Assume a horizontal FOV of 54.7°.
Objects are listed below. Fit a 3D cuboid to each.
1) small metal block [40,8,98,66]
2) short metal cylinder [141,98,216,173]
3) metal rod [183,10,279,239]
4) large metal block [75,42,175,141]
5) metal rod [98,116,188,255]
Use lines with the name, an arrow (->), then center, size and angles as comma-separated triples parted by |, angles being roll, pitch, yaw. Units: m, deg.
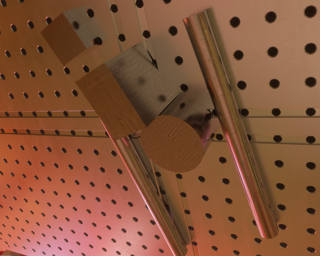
small metal block -> -0.117, -0.116, 0.399 | 0.050, 0.025, 0.050 | -23, 107, 36
short metal cylinder -> 0.023, 0.009, 0.387 | 0.080, 0.050, 0.079 | 13, 124, 20
metal rod -> 0.091, 0.012, 0.369 | 0.025, 0.025, 0.299 | -11, 113, 32
large metal block -> -0.037, -0.045, 0.366 | 0.050, 0.080, 0.080 | -23, 107, 36
metal rod -> -0.026, 0.081, 0.473 | 0.025, 0.025, 0.299 | -13, 112, 33
